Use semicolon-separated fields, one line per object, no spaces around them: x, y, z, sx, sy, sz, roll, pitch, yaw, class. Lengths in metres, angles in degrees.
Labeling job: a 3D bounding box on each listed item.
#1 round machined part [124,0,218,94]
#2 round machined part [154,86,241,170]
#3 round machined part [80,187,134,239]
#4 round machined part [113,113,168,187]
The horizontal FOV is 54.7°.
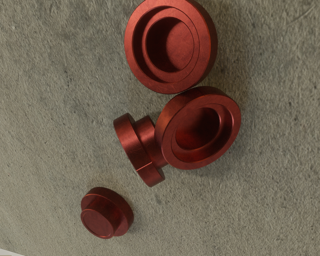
0.014;-0.087;0.326;0.098;0.042;0.097;11;112;28;round machined part
0.038;-0.004;0.350;0.042;0.099;0.097;-127;34;-49;round machined part
-0.099;0.155;0.544;0.098;0.042;0.097;13;124;21;round machined part
-0.016;0.022;0.395;0.042;0.098;0.098;-29;105;1;round machined part
